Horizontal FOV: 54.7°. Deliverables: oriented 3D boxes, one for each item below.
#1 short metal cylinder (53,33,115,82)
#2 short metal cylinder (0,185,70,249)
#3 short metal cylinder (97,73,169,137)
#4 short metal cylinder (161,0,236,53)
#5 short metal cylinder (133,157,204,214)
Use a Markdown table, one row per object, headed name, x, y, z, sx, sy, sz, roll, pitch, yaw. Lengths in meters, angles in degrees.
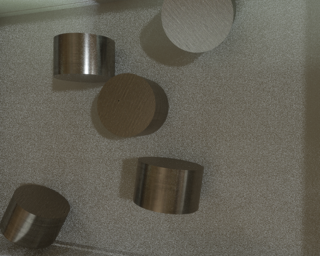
| name | x | y | z | sx | sy | sz | roll | pitch | yaw |
| --- | --- | --- | --- | --- | --- | --- | --- | --- | --- |
| short metal cylinder | -0.101 | -0.092 | 0.417 | 0.080 | 0.080 | 0.050 | 1 | 90 | 20 |
| short metal cylinder | -0.178 | 0.125 | 0.444 | 0.080 | 0.080 | 0.050 | 31 | 100 | 17 |
| short metal cylinder | -0.035 | -0.029 | 0.409 | 0.080 | 0.050 | 0.080 | 0 | 90 | 20 |
| short metal cylinder | 0.047 | -0.134 | 0.364 | 0.080 | 0.050 | 0.079 | 7 | 119 | 13 |
| short metal cylinder | 0.010 | 0.067 | 0.378 | 0.080 | 0.080 | 0.050 | 8 | 93 | 20 |
